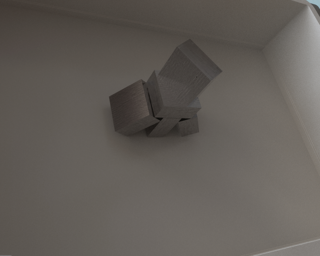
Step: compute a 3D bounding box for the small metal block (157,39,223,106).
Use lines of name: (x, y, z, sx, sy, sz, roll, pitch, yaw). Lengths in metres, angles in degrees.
small metal block: (0.032, -0.061, 0.344, 0.050, 0.050, 0.025, 46, 52, 4)

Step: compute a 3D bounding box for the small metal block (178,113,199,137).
small metal block: (0.033, -0.023, 0.416, 0.025, 0.050, 0.050, -15, 65, 3)

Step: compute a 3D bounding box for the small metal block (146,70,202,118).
small metal block: (0.016, -0.040, 0.371, 0.050, 0.025, 0.050, 1, 61, -28)

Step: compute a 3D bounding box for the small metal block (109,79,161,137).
small metal block: (-0.032, -0.024, 0.381, 0.025, 0.050, 0.050, 28, 42, -55)

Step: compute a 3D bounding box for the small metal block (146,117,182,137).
small metal block: (-0.001, -0.022, 0.400, 0.025, 0.050, 0.050, 1, 61, -28)
